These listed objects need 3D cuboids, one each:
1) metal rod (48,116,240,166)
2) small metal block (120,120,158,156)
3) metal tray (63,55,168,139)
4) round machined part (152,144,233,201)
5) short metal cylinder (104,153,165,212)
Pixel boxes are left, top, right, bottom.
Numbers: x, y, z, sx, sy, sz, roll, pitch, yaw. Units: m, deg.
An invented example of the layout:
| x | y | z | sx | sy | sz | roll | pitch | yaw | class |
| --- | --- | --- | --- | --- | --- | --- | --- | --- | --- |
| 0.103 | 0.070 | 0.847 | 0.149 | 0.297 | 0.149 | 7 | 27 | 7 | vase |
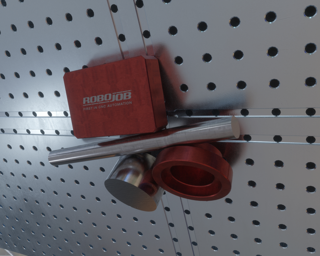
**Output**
| x | y | z | sx | sy | sz | roll | pitch | yaw | class |
| --- | --- | --- | --- | --- | --- | --- | --- | --- | --- |
| -0.043 | 0.023 | 0.413 | 0.300 | 0.025 | 0.025 | -11 | 113 | 32 | metal rod |
| -0.029 | 0.014 | 0.445 | 0.050 | 0.025 | 0.050 | 17 | 125 | 18 | small metal block |
| -0.060 | -0.036 | 0.397 | 0.130 | 0.030 | 0.089 | -5 | 97 | 29 | metal tray |
| 0.043 | 0.051 | 0.393 | 0.098 | 0.042 | 0.097 | 11 | 143 | 9 | round machined part |
| -0.031 | 0.076 | 0.441 | 0.080 | 0.050 | 0.080 | 19 | 145 | 14 | short metal cylinder |
